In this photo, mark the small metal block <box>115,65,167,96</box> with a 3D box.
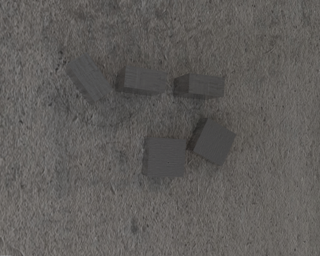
[{"bbox_3d":[-0.025,-0.057,0.386,0.050,0.050,0.025,6,88,-20],"label":"small metal block"}]

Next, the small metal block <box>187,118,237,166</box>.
[{"bbox_3d":[0.072,0.020,0.435,0.050,0.025,0.050,29,81,-18],"label":"small metal block"}]

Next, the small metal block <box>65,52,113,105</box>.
[{"bbox_3d":[-0.085,-0.056,0.364,0.025,0.050,0.050,-37,102,-16],"label":"small metal block"}]

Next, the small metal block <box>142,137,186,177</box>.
[{"bbox_3d":[0.005,0.038,0.411,0.050,0.025,0.050,5,89,-20],"label":"small metal block"}]

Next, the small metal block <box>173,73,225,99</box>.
[{"bbox_3d":[0.051,-0.054,0.414,0.050,0.050,0.025,4,89,-20],"label":"small metal block"}]
